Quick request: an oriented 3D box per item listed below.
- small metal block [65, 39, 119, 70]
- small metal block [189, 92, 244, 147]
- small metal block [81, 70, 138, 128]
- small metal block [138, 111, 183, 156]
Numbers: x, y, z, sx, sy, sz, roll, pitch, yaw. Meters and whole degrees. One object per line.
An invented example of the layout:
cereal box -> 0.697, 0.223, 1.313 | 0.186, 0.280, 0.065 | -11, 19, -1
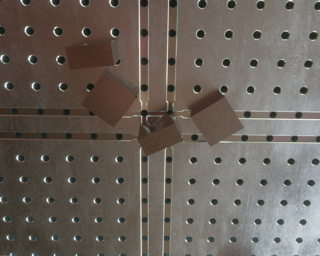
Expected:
small metal block -> -0.078, -0.088, 0.367 | 0.050, 0.050, 0.025 | -5, 110, 2
small metal block -> 0.074, -0.011, 0.410 | 0.050, 0.025, 0.050 | -32, 107, 11
small metal block -> -0.064, -0.038, 0.399 | 0.050, 0.025, 0.050 | 36, 106, -13
small metal block -> 0.001, 0.006, 0.402 | 0.050, 0.050, 0.025 | -24, 108, 8
